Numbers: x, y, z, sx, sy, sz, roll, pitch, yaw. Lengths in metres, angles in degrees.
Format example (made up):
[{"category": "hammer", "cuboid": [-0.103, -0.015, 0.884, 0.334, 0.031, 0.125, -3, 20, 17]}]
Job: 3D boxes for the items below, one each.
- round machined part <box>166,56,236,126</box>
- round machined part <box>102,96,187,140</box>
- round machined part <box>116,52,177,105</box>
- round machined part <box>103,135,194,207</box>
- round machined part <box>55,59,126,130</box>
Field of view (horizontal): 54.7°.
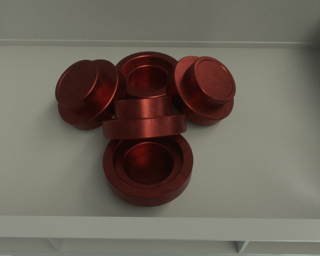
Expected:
[{"category": "round machined part", "cuboid": [0.061, -0.055, 0.409, 0.099, 0.042, 0.098, 15, 58, -26]}, {"category": "round machined part", "cuboid": [-0.019, -0.014, 0.366, 0.099, 0.098, 0.042, -5, 95, -4]}, {"category": "round machined part", "cuboid": [-0.016, -0.063, 0.443, 0.099, 0.042, 0.098, 0, 50, 0]}, {"category": "round machined part", "cuboid": [-0.013, 0.045, 0.353, 0.099, 0.042, 0.098, 0, 50, 0]}, {"category": "round machined part", "cuboid": [-0.097, -0.050, 0.405, 0.098, 0.042, 0.098, -13, 60, 24]}]
